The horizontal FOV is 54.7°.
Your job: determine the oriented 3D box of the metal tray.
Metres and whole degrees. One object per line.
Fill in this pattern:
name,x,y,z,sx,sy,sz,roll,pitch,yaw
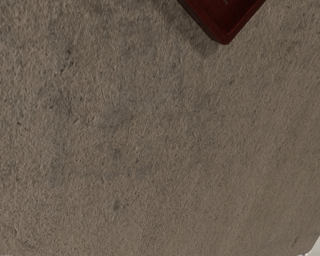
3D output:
metal tray,0.060,-0.165,0.335,0.130,0.030,0.090,35,99,-39
